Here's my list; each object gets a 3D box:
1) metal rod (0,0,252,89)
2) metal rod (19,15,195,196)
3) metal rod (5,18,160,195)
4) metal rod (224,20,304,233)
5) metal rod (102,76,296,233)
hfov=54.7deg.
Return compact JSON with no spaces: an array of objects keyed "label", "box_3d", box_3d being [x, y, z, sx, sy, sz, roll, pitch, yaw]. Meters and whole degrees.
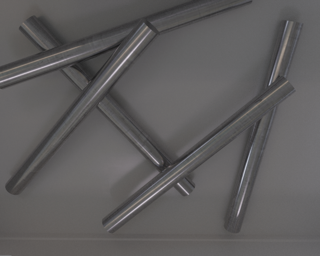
[{"label":"metal rod","box_3d":[-0.042,-0.105,0.354,0.301,0.025,0.025,-19,109,-1]},{"label":"metal rod","box_3d":[-0.058,-0.018,0.404,0.025,0.025,0.300,-39,106,13]},{"label":"metal rod","box_3d":[-0.109,-0.011,0.383,0.025,0.025,0.299,40,113,-14]},{"label":"metal rod","box_3d":[0.133,0.013,0.416,0.025,0.025,0.298,9,110,-3]},{"label":"metal rod","box_3d":[0.040,0.042,0.399,0.300,0.025,0.025,-40,105,13]}]
